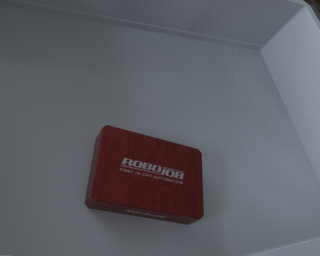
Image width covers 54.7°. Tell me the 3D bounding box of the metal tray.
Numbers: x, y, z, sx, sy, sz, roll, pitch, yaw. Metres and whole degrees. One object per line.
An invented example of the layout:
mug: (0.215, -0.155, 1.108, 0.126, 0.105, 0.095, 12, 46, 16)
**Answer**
metal tray: (-0.013, 0.056, 0.362, 0.131, 0.030, 0.090, 16, 55, -20)
